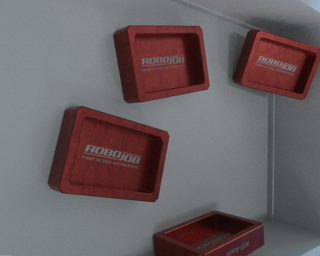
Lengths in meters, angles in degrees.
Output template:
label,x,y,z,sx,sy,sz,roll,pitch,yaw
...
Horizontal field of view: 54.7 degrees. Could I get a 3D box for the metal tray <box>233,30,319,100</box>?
label,x,y,z,sx,sy,sz,roll,pitch,yaw
metal tray,0.198,-0.104,0.521,0.131,0.030,0.089,10,106,-17

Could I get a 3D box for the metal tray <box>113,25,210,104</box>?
label,x,y,z,sx,sy,sz,roll,pitch,yaw
metal tray,0.008,-0.087,0.411,0.131,0.030,0.089,-15,100,-39

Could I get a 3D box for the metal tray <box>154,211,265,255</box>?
label,x,y,z,sx,sy,sz,roll,pitch,yaw
metal tray,0.069,0.153,0.425,0.131,0.090,0.030,-6,94,-40

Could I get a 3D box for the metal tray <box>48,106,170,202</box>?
label,x,y,z,sx,sy,sz,roll,pitch,yaw
metal tray,-0.053,0.034,0.360,0.131,0.030,0.090,17,79,-39
